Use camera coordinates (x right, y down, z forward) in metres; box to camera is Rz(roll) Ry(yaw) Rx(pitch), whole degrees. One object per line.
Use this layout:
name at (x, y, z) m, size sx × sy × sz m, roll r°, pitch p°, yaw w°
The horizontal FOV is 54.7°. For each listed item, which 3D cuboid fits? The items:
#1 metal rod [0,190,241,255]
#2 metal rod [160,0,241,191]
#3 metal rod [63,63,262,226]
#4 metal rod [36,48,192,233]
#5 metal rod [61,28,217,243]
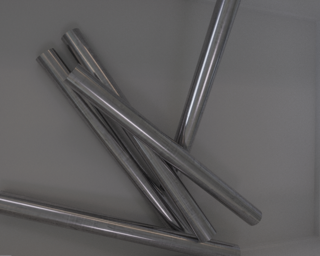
metal rod at (-0.040, 0.125, 0.378) m, size 0.302 × 0.025 × 0.025 m, roll 17°, pitch 84°, yaw -13°
metal rod at (0.050, -0.053, 0.365) m, size 0.025 × 0.025 × 0.298 m, roll 8°, pitch 112°, yaw -20°
metal rod at (0.018, 0.032, 0.369) m, size 0.301 × 0.025 × 0.025 m, roll 39°, pitch 78°, yaw -20°
metal rod at (-0.049, 0.033, 0.392) m, size 0.025 × 0.025 × 0.299 m, roll -39°, pitch 103°, yaw -16°
metal rod at (-0.024, 0.012, 0.380) m, size 0.025 × 0.025 × 0.299 m, roll -35°, pitch 94°, yaw -17°
